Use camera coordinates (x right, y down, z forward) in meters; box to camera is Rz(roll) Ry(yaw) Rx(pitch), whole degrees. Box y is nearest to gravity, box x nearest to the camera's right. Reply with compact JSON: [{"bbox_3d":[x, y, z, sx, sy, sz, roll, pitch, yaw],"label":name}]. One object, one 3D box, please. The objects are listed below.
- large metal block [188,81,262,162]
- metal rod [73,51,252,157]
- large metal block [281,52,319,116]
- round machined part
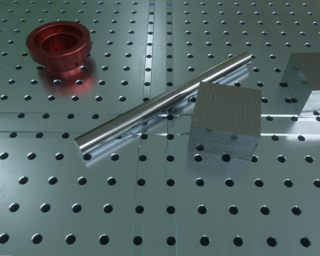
[{"bbox_3d":[0.084,-0.010,0.400,0.080,0.050,0.080,10,51,8],"label":"large metal block"},{"bbox_3d":[0.019,-0.044,0.444,0.302,0.025,0.025,-30,56,-23],"label":"metal rod"},{"bbox_3d":[0.235,-0.065,0.447,0.081,0.050,0.080,-3,50,-3],"label":"large metal block"},{"bbox_3d":[-0.160,-0.129,0.504,0.099,0.042,0.098,0,50,0],"label":"round machined part"}]
